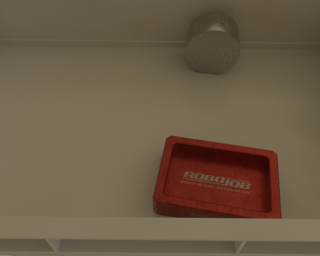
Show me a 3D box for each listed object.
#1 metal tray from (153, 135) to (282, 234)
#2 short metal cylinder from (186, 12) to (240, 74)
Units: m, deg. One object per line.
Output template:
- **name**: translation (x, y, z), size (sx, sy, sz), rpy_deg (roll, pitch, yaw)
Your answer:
- **metal tray**: translation (0.064, 0.061, 0.351), size (0.131, 0.030, 0.090), rpy_deg (8, 50, 6)
- **short metal cylinder**: translation (0.082, -0.130, 0.480), size (0.080, 0.080, 0.050), rpy_deg (6, 51, 4)
